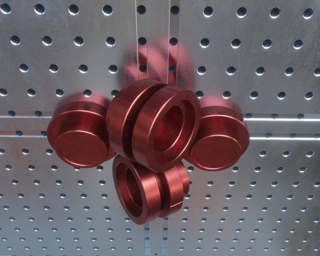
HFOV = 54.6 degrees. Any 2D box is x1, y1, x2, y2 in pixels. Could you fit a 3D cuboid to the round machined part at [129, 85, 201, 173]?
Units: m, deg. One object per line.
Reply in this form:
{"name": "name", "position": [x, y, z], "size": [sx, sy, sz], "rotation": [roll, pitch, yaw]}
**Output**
{"name": "round machined part", "position": [0.002, -0.002, 0.353], "size": [0.042, 0.099, 0.098], "rotation": [25, 140, 33]}

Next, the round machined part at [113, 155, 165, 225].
{"name": "round machined part", "position": [-0.025, 0.077, 0.423], "size": [0.042, 0.098, 0.097], "rotation": [-16, 137, -30]}

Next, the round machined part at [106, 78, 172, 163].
{"name": "round machined part", "position": [-0.025, -0.012, 0.368], "size": [0.042, 0.099, 0.098], "rotation": [25, 140, 33]}

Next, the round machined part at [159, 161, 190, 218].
{"name": "round machined part", "position": [0.005, 0.072, 0.437], "size": [0.042, 0.098, 0.097], "rotation": [-15, 137, -30]}

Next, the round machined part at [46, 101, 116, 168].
{"name": "round machined part", "position": [-0.101, 0.016, 0.412], "size": [0.099, 0.042, 0.097], "rotation": [0, 130, 0]}

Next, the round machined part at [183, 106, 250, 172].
{"name": "round machined part", "position": [0.072, 0.021, 0.419], "size": [0.099, 0.042, 0.097], "rotation": [0, 130, 0]}
